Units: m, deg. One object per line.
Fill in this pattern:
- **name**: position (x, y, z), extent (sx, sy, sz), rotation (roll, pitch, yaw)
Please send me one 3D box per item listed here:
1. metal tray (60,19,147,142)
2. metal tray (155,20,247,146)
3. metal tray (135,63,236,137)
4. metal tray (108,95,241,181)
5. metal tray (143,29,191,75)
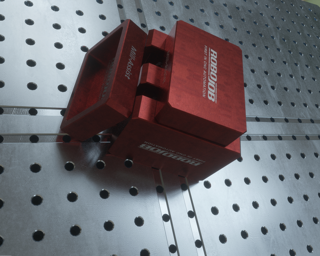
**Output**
- **metal tray**: position (-0.064, -0.057, 0.363), extent (0.030, 0.090, 0.130), rotation (35, 47, -34)
- **metal tray**: position (0.048, -0.053, 0.346), extent (0.091, 0.030, 0.130), rotation (19, 54, -17)
- **metal tray**: position (0.021, -0.021, 0.389), extent (0.131, 0.090, 0.030), rotation (19, 53, -19)
- **metal tray**: position (0.016, 0.018, 0.363), extent (0.131, 0.090, 0.030), rotation (19, 55, -17)
- **metal tray**: position (0.028, -0.070, 0.422), extent (0.131, 0.090, 0.030), rotation (19, 55, -17)
